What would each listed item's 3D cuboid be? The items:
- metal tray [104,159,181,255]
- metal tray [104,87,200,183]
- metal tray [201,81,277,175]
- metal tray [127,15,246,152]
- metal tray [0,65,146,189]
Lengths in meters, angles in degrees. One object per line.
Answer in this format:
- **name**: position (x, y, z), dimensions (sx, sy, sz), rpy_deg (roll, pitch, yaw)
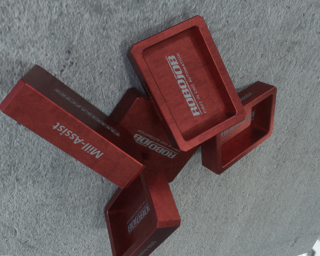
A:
- **metal tray**: position (-0.029, 0.111, 0.395), dimensions (0.030, 0.090, 0.129), rpy_deg (6, 136, -31)
- **metal tray**: position (-0.010, 0.015, 0.410), dimensions (0.131, 0.030, 0.090), rpy_deg (28, 103, -38)
- **metal tray**: position (0.115, -0.002, 0.448), dimensions (0.131, 0.030, 0.089), rpy_deg (-30, 130, -28)
- **metal tray**: position (0.031, -0.049, 0.355), dimensions (0.090, 0.030, 0.129), rpy_deg (-28, 99, -11)
- **metal tray**: position (-0.079, -0.003, 0.302), dimensions (0.130, 0.090, 0.030), rpy_deg (38, 97, -23)
